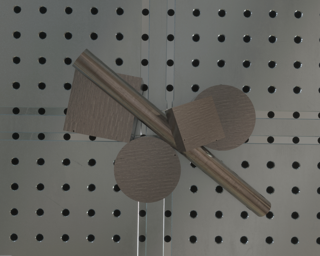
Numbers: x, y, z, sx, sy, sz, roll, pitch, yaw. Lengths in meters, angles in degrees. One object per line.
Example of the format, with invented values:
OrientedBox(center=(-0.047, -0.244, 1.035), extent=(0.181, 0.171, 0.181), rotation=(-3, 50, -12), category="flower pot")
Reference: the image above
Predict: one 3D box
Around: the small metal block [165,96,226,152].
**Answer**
OrientedBox(center=(0.040, -0.004, 0.353), extent=(0.050, 0.025, 0.050), rotation=(-18, 90, -18), category="small metal block")

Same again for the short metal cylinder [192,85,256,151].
OrientedBox(center=(0.075, -0.013, 0.398), extent=(0.081, 0.050, 0.079), rotation=(0, 90, 0), category="short metal cylinder")

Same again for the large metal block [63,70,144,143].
OrientedBox(center=(-0.068, -0.029, 0.395), extent=(0.080, 0.050, 0.080), rotation=(11, 90, 0), category="large metal block")

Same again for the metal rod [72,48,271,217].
OrientedBox(center=(0.025, 0.015, 0.375), extent=(0.301, 0.025, 0.025), rotation=(39, 90, -14), category="metal rod")

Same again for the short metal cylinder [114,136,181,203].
OrientedBox(center=(-0.015, 0.050, 0.397), extent=(0.081, 0.050, 0.079), rotation=(0, 90, 0), category="short metal cylinder")
